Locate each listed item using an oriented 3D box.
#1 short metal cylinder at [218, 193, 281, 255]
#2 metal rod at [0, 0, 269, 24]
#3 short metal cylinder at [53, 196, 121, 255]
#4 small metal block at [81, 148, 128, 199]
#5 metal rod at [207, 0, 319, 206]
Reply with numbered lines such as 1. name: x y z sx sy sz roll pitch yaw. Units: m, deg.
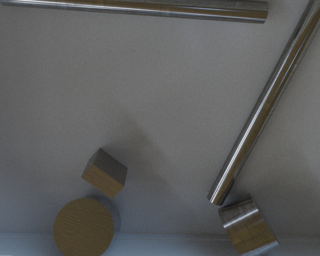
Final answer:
1. short metal cylinder: 0.124 0.138 0.435 0.050 0.080 0.080 -31 108 10
2. metal rod: -0.028 -0.144 0.357 0.302 0.025 0.025 3 110 -2
3. short metal cylinder: -0.099 0.136 0.430 0.080 0.050 0.080 0 81 3
4. small metal block: -0.073 0.060 0.419 0.050 0.050 0.025 39 105 -14
5. metal rod: 0.136 -0.025 0.404 0.025 0.025 0.298 20 109 -8
